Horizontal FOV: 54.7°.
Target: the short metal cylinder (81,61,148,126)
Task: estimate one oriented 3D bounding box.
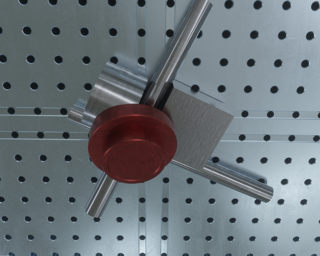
[{"bbox_3d":[-0.054,-0.033,0.371,0.050,0.080,0.080,24,108,-9],"label":"short metal cylinder"}]

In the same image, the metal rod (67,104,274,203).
[{"bbox_3d":[0.021,0.038,0.427,0.302,0.025,0.025,23,108,-9],"label":"metal rod"}]

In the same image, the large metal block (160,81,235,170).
[{"bbox_3d":[0.034,-0.005,0.395,0.080,0.050,0.080,24,108,-9],"label":"large metal block"}]

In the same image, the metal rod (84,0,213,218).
[{"bbox_3d":[-0.019,-0.018,0.386,0.025,0.025,0.298,27,100,-10],"label":"metal rod"}]

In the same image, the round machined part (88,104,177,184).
[{"bbox_3d":[-0.029,0.024,0.343,0.099,0.042,0.097,-5,130,-5],"label":"round machined part"}]
